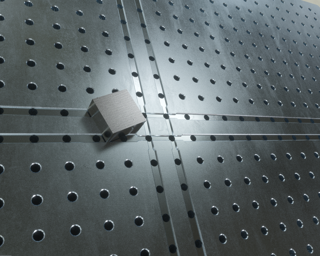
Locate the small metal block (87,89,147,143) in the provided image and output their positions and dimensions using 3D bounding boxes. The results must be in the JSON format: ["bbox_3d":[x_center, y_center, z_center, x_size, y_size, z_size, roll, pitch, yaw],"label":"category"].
[{"bbox_3d":[-0.054,-0.016,0.389,0.050,0.025,0.050,-23,74,-36],"label":"small metal block"}]
